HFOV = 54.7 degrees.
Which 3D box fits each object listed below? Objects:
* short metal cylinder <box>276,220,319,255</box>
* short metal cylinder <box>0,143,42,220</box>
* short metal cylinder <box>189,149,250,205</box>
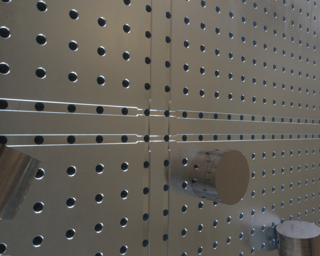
[{"bbox_3d":[0.269,0.219,0.599,0.081,0.080,0.050,-10,97,-40],"label":"short metal cylinder"},{"bbox_3d":[-0.146,0.036,0.251,0.080,0.080,0.050,33,70,-35],"label":"short metal cylinder"},{"bbox_3d":[0.091,0.072,0.468,0.081,0.050,0.079,0,90,-40],"label":"short metal cylinder"}]
